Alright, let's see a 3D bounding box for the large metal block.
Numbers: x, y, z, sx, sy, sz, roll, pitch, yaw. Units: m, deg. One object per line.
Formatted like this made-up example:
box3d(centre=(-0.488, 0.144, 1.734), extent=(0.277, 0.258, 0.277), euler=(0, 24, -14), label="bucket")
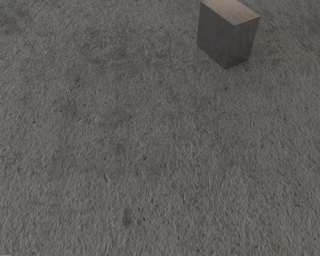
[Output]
box3d(centre=(0.106, -0.155, 0.498), extent=(0.050, 0.080, 0.080), euler=(-25, 55, -20), label="large metal block")
